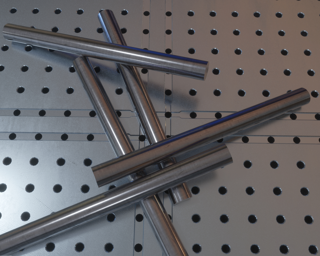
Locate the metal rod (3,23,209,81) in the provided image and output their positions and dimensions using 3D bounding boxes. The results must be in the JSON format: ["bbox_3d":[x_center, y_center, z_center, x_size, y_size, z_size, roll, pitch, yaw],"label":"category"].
[{"bbox_3d":[-0.083,-0.108,0.427,0.301,0.025,0.025,14,70,13],"label":"metal rod"}]

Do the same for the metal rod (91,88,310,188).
[{"bbox_3d":[0.063,0.006,0.390,0.302,0.025,0.025,-20,71,-15],"label":"metal rod"}]

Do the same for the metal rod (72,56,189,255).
[{"bbox_3d":[-0.045,0.030,0.400,0.025,0.025,0.299,-26,72,-9],"label":"metal rod"}]

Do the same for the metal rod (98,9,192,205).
[{"bbox_3d":[-0.027,-0.041,0.426,0.025,0.025,0.299,-21,72,-8],"label":"metal rod"}]

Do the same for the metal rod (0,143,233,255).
[{"bbox_3d":[-0.061,0.086,0.358,0.301,0.025,0.025,-22,72,0],"label":"metal rod"}]
